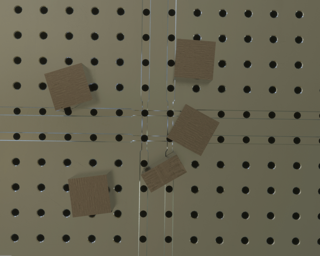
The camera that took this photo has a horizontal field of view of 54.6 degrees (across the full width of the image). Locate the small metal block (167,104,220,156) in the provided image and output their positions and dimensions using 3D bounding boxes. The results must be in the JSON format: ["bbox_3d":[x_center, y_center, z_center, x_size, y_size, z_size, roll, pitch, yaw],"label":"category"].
[{"bbox_3d":[0.043,0.003,0.414,0.050,0.025,0.050,29,90,0],"label":"small metal block"}]

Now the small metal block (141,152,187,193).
[{"bbox_3d":[0.005,0.055,0.401,0.050,0.050,0.025,-30,90,0],"label":"small metal block"}]

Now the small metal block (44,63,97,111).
[{"bbox_3d":[-0.118,-0.053,0.413,0.050,0.025,0.050,-17,90,0],"label":"small metal block"}]

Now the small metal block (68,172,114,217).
[{"bbox_3d":[-0.091,0.088,0.413,0.050,0.025,0.050,-7,90,0],"label":"small metal block"}]

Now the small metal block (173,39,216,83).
[{"bbox_3d":[0.045,-0.089,0.414,0.050,0.025,0.050,5,90,0],"label":"small metal block"}]
